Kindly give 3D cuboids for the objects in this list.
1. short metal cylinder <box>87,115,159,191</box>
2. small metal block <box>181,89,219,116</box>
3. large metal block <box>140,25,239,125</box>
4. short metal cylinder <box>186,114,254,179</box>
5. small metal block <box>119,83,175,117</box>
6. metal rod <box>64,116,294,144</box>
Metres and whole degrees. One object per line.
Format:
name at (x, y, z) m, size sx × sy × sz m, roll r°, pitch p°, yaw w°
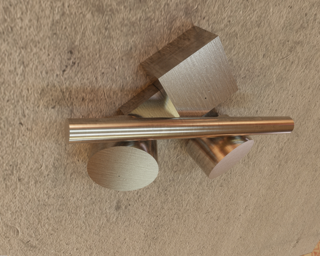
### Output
short metal cylinder at (-0.043, 0.031, 0.369) m, size 0.081 × 0.050 × 0.079 m, roll -2°, pitch 133°, yaw -2°
small metal block at (0.049, -0.017, 0.424) m, size 0.050 × 0.025 × 0.050 m, roll -37°, pitch 129°, yaw -3°
large metal block at (0.037, -0.061, 0.372) m, size 0.080 × 0.050 × 0.080 m, roll -36°, pitch 129°, yaw -4°
short metal cylinder at (0.084, 0.027, 0.437) m, size 0.080 × 0.050 × 0.080 m, roll -31°, pitch 154°, yaw -17°
small metal block at (-0.015, -0.019, 0.389) m, size 0.050 × 0.025 × 0.050 m, roll -38°, pitch 129°, yaw -4°
metal rod at (0.045, -0.001, 0.366) m, size 0.303 × 0.025 × 0.025 m, roll -2°, pitch 119°, yaw -28°
